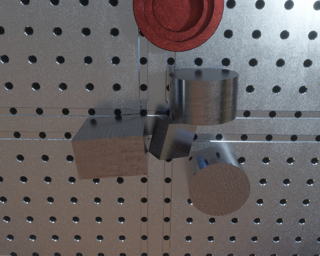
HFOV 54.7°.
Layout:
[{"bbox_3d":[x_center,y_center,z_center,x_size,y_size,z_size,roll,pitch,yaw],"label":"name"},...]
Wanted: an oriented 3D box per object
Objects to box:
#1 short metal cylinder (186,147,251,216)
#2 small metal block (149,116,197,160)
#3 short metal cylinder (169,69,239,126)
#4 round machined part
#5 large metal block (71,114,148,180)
[{"bbox_3d":[0.078,0.073,0.427,0.081,0.050,0.079,0,110,0],"label":"short metal cylinder"},{"bbox_3d":[0.017,0.012,0.404,0.050,0.025,0.050,-3,116,-39],"label":"small metal block"},{"bbox_3d":[0.051,-0.040,0.370,0.081,0.080,0.050,-2,110,0],"label":"short metal cylinder"},{"bbox_3d":[0.020,-0.139,0.353,0.099,0.042,0.097,0,110,0],"label":"round machined part"},{"bbox_3d":[-0.057,0.021,0.391,0.080,0.080,0.050,-4,110,1],"label":"large metal block"}]
